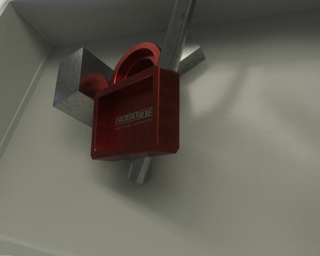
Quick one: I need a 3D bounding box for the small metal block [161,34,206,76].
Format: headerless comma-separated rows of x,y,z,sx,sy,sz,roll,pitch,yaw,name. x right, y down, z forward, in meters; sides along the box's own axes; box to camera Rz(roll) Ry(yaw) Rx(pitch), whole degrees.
0.031,-0.109,0.455,0.050,0.025,0.050,-35,52,4,small metal block

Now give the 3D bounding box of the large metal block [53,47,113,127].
-0.102,-0.055,0.450,0.050,0.080,0.080,-24,52,28,large metal block

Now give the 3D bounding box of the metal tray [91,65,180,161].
-0.033,-0.011,0.362,0.130,0.030,0.090,-13,72,47,metal tray

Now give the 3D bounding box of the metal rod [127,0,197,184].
0.011,-0.079,0.372,0.025,0.025,0.298,18,95,34,metal rod

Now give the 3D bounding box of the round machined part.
-0.022,-0.068,0.436,0.098,0.042,0.098,-20,57,35,round machined part
